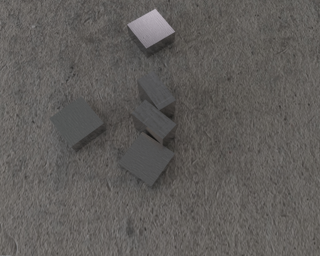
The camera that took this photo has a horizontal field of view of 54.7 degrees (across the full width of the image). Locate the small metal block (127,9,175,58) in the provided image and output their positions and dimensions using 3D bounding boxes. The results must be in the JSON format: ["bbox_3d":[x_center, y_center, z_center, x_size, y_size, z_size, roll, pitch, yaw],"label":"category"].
[{"bbox_3d":[-0.013,-0.140,0.459,0.050,0.025,0.050,-33,74,-12],"label":"small metal block"}]

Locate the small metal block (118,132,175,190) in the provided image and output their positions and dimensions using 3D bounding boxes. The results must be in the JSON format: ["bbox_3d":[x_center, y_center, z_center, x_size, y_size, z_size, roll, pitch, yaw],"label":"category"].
[{"bbox_3d":[-0.016,0.041,0.393,0.050,0.025,0.050,33,73,11],"label":"small metal block"}]

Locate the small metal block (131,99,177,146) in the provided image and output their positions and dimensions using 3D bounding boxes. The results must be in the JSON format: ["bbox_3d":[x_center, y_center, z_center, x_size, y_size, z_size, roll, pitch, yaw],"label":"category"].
[{"bbox_3d":[-0.007,-0.003,0.396,0.050,0.050,0.025,39,75,13],"label":"small metal block"}]

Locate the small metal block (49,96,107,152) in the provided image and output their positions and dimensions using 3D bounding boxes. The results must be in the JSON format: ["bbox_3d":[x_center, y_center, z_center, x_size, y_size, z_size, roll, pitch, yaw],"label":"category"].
[{"bbox_3d":[-0.107,-0.005,0.409,0.050,0.025,0.050,-38,75,-13],"label":"small metal block"}]

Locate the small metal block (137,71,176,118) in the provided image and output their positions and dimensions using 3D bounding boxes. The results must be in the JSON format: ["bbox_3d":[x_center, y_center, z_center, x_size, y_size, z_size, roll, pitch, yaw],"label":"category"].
[{"bbox_3d":[-0.005,-0.039,0.409,0.025,0.050,0.050,-32,73,-11],"label":"small metal block"}]
